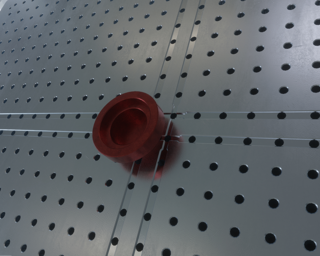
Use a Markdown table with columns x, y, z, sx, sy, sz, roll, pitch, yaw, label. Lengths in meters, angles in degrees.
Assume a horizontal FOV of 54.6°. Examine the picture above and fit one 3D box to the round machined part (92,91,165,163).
| x | y | z | sx | sy | sz | roll | pitch | yaw | label |
| --- | --- | --- | --- | --- | --- | --- | --- | --- | --- |
| -0.038 | 0.002 | 0.417 | 0.098 | 0.042 | 0.098 | -13 | 56 | 21 | round machined part |
